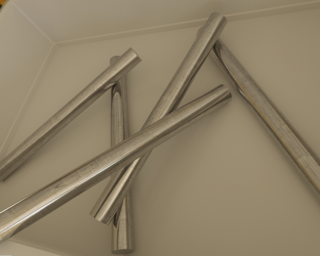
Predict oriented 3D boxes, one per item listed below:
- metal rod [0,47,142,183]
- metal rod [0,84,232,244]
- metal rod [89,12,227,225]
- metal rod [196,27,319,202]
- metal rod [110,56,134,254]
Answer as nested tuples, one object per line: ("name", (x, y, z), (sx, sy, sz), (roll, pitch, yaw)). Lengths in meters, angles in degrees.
("metal rod", (-0.149, -0.014, 0.472), (0.300, 0.025, 0.025), (-39, 51, 10))
("metal rod", (-0.037, 0.026, 0.331), (0.302, 0.025, 0.025), (-31, 47, -24))
("metal rod", (0.006, -0.023, 0.383), (0.025, 0.025, 0.300), (20, 72, 35))
("metal rod", (0.115, -0.032, 0.365), (0.025, 0.025, 0.300), (-31, 52, 8))
("metal rod", (-0.056, 0.014, 0.426), (0.025, 0.025, 0.299), (-19, 54, 17))
